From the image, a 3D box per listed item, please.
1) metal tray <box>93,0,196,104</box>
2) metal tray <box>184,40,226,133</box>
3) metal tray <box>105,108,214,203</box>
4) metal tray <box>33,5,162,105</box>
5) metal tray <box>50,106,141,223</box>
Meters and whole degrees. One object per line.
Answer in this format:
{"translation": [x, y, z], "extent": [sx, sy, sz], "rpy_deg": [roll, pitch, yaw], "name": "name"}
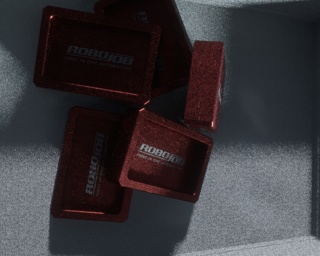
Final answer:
{"translation": [-0.013, -0.105, 0.378], "extent": [0.090, 0.030, 0.129], "rpy_deg": [-20, 99, 17], "name": "metal tray"}
{"translation": [0.059, -0.043, 0.380], "extent": [0.030, 0.130, 0.089], "rpy_deg": [7, 87, 13], "name": "metal tray"}
{"translation": [0.005, 0.037, 0.387], "extent": [0.131, 0.030, 0.090], "rpy_deg": [23, 79, -37], "name": "metal tray"}
{"translation": [-0.070, -0.081, 0.356], "extent": [0.131, 0.030, 0.089], "rpy_deg": [9, 94, -3], "name": "metal tray"}
{"translation": [-0.076, 0.045, 0.380], "extent": [0.091, 0.030, 0.129], "rpy_deg": [11, 86, -20], "name": "metal tray"}
